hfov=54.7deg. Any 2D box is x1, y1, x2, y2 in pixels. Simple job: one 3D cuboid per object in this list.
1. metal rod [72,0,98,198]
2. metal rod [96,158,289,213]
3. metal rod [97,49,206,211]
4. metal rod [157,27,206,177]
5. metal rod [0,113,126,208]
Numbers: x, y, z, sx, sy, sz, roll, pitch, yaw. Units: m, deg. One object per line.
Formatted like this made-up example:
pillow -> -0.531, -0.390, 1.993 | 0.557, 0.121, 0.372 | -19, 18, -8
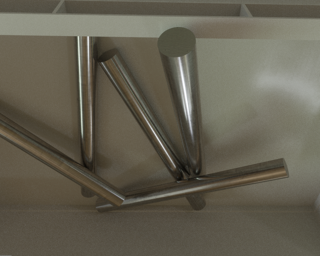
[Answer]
metal rod -> -0.093, -0.012, 0.397 | 0.025, 0.025, 0.298 | 6, 130, -5
metal rod -> 0.029, 0.089, 0.451 | 0.300, 0.025, 0.025 | -17, 129, 27
metal rod -> 0.004, 0.024, 0.429 | 0.025, 0.025, 0.299 | -19, 128, 15
metal rod -> 0.034, 0.006, 0.336 | 0.025, 0.025, 0.299 | -8, 155, 6
metal rod -> -0.170, 0.020, 0.401 | 0.301, 0.025, 0.025 | 38, 121, -20
